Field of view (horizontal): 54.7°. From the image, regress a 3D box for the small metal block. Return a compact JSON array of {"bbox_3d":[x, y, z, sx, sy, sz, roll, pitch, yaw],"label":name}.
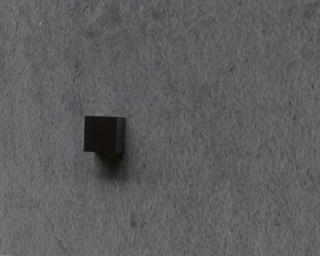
[{"bbox_3d":[-0.078,0.009,0.435,0.050,0.025,0.050,2,91,19],"label":"small metal block"}]
